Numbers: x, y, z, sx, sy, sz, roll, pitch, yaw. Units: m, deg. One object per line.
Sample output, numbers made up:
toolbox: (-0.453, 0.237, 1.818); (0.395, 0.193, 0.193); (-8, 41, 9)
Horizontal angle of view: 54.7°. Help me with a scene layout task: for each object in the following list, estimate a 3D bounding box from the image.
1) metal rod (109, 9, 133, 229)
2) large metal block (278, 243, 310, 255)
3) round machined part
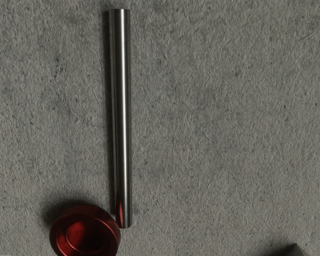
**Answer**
metal rod: (-0.050, 0.002, 0.410); (0.025, 0.025, 0.298); (1, 110, -1)
large metal block: (0.217, 0.245, 0.489); (0.080, 0.050, 0.080); (-43, 105, 14)
round machined part: (-0.106, 0.153, 0.453); (0.099, 0.042, 0.097); (2, 112, 5)
